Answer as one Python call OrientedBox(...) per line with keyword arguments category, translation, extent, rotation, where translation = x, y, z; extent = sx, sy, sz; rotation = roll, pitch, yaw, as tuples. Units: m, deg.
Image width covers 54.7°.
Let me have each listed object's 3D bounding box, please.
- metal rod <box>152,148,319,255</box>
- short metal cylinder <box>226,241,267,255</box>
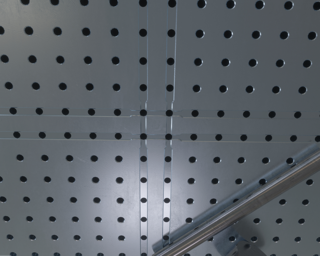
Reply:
OrientedBox(category="metal rod", translation=(0.113, 0.125, 0.460), extent=(0.300, 0.025, 0.025), rotation=(-36, 106, 12))
OrientedBox(category="short metal cylinder", translation=(0.134, 0.219, 0.466), extent=(0.080, 0.080, 0.050), rotation=(31, 107, -11))
